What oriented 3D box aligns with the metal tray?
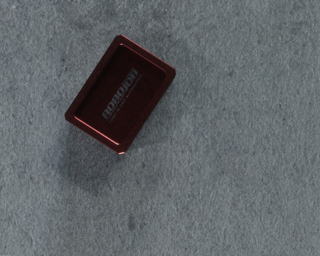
[{"bbox_3d":[-0.050,-0.043,0.406,0.090,0.030,0.130,33,90,-1],"label":"metal tray"}]
